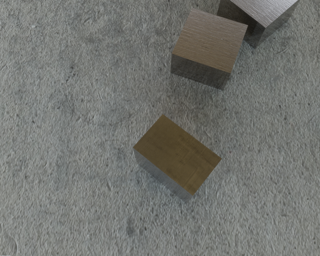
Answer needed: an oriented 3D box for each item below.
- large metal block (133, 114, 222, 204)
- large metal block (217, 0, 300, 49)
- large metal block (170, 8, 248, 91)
[{"bbox_3d":[0.018,0.040,0.364,0.080,0.080,0.050,38,74,12],"label":"large metal block"},{"bbox_3d":[0.145,-0.180,0.461,0.080,0.050,0.080,-41,75,-14],"label":"large metal block"},{"bbox_3d":[0.067,-0.110,0.435,0.080,0.050,0.080,20,71,7],"label":"large metal block"}]
